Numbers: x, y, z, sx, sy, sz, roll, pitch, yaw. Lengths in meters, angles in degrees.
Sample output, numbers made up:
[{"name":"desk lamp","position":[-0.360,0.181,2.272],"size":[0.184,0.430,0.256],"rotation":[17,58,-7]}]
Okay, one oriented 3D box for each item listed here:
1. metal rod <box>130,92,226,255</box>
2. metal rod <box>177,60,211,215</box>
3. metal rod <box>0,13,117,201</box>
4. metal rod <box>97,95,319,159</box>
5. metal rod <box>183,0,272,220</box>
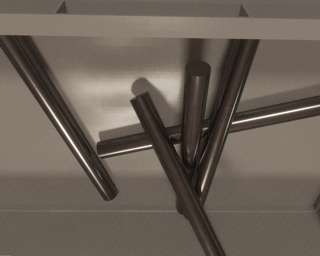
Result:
[{"name":"metal rod","position":[0.037,0.092,0.410],"size":[0.025,0.025,0.299],"rotation":[-22,103,17]},{"name":"metal rod","position":[0.039,0.039,0.413],"size":[0.025,0.025,0.298],"rotation":[-1,139,0]},{"name":"metal rod","position":[-0.123,-0.001,0.405],"size":[0.025,0.025,0.299],"rotation":[-13,129,10]},{"name":"metal rod","position":[0.062,0.001,0.410],"size":[0.301,0.025,0.025],"rotation":[-12,129,9]},{"name":"metal rod","position":[0.072,0.002,0.380],"size":[0.025,0.025,0.298],"rotation":[7,120,-7]}]
